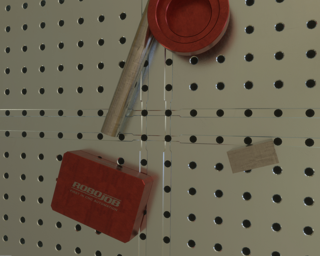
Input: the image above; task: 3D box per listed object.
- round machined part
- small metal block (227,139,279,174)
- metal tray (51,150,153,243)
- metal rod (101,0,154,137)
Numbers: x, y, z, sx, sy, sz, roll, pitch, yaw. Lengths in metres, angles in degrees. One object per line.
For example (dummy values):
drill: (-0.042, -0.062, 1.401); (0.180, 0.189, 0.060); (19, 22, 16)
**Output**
round machined part: (0.037, -0.139, 0.387); (0.098, 0.042, 0.097); (0, 92, 14)
small metal block: (0.109, 0.032, 0.361); (0.050, 0.050, 0.025); (-17, 85, 19)
metal tray: (-0.084, 0.093, 0.438); (0.130, 0.030, 0.089); (17, 96, 18)
metal rod: (-0.018, -0.130, 0.418); (0.025, 0.025, 0.298); (23, 97, 18)
